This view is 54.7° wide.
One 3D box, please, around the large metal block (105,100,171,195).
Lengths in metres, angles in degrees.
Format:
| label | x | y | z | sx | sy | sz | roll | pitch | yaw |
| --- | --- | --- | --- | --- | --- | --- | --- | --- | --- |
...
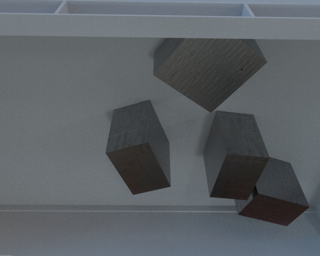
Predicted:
| label | x | y | z | sx | sy | sz | roll | pitch | yaw |
| --- | --- | --- | --- | --- | --- | --- | --- | --- | --- |
| large metal block | -0.024 | 0.024 | 0.393 | 0.050 | 0.080 | 0.080 | -15 | 129 | 12 |

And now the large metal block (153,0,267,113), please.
| label | x | y | z | sx | sy | sz | roll | pitch | yaw |
| --- | --- | --- | --- | --- | --- | --- | --- | --- | --- |
| large metal block | 0.050 | -0.075 | 0.329 | 0.080 | 0.050 | 0.080 | 30 | 124 | -23 |

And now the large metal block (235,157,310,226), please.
| label | x | y | z | sx | sy | sz | roll | pitch | yaw |
| --- | --- | --- | --- | --- | --- | --- | --- | --- | --- |
| large metal block | 0.153 | 0.086 | 0.447 | 0.081 | 0.080 | 0.050 | 17 | 128 | -14 |

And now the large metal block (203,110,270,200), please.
| label | x | y | z | sx | sy | sz | roll | pitch | yaw |
| --- | --- | --- | --- | --- | --- | --- | --- | --- | --- |
| large metal block | 0.094 | 0.035 | 0.404 | 0.050 | 0.080 | 0.079 | 6 | 130 | -5 |
